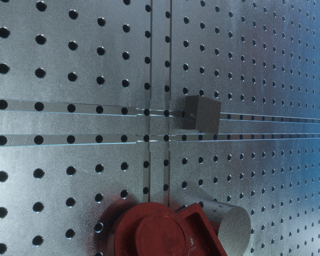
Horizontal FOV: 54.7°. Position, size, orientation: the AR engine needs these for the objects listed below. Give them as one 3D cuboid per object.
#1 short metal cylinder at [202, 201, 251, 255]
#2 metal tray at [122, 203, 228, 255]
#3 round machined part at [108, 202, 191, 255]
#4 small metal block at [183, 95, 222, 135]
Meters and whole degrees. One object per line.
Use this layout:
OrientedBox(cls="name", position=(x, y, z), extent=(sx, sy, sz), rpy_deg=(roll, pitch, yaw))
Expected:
OrientedBox(cls="short metal cylinder", position=(0.094, 0.155, 0.472), extent=(0.081, 0.050, 0.079), rpy_deg=(0, 90, -40))
OrientedBox(cls="metal tray", position=(0.019, 0.164, 0.396), extent=(0.131, 0.030, 0.090), rpy_deg=(-20, 75, -38))
OrientedBox(cls="round machined part", position=(-0.006, 0.133, 0.352), extent=(0.099, 0.042, 0.098), rpy_deg=(15, 57, -24))
OrientedBox(cls="small metal block", position=(0.063, -0.019, 0.462), extent=(0.050, 0.025, 0.050), rpy_deg=(12, 83, -39))
